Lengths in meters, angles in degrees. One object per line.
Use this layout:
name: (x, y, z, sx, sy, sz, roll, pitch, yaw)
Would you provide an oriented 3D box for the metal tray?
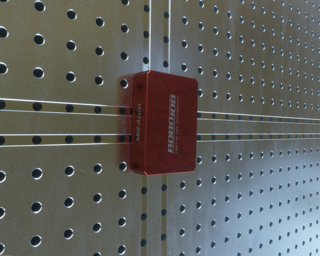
metal tray: (0.008, -0.005, 0.414, 0.091, 0.030, 0.129, 3, 88, -40)
